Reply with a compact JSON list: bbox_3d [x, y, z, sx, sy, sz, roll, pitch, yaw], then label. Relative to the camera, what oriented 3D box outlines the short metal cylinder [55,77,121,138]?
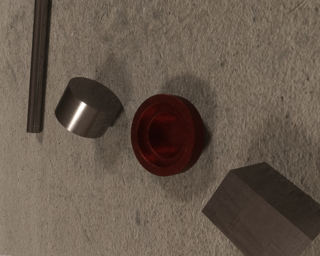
[{"bbox_3d":[-0.105,-0.030,0.453,0.080,0.081,0.050,50,119,28],"label":"short metal cylinder"}]

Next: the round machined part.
[{"bbox_3d":[0.013,0.008,0.381,0.098,0.042,0.097,0,90,39],"label":"round machined part"}]

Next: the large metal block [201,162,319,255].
[{"bbox_3d":[0.100,0.079,0.286,0.080,0.081,0.050,42,116,31],"label":"large metal block"}]

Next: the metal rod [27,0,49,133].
[{"bbox_3d":[-0.232,-0.139,0.592,0.025,0.025,0.298,9,96,39],"label":"metal rod"}]
